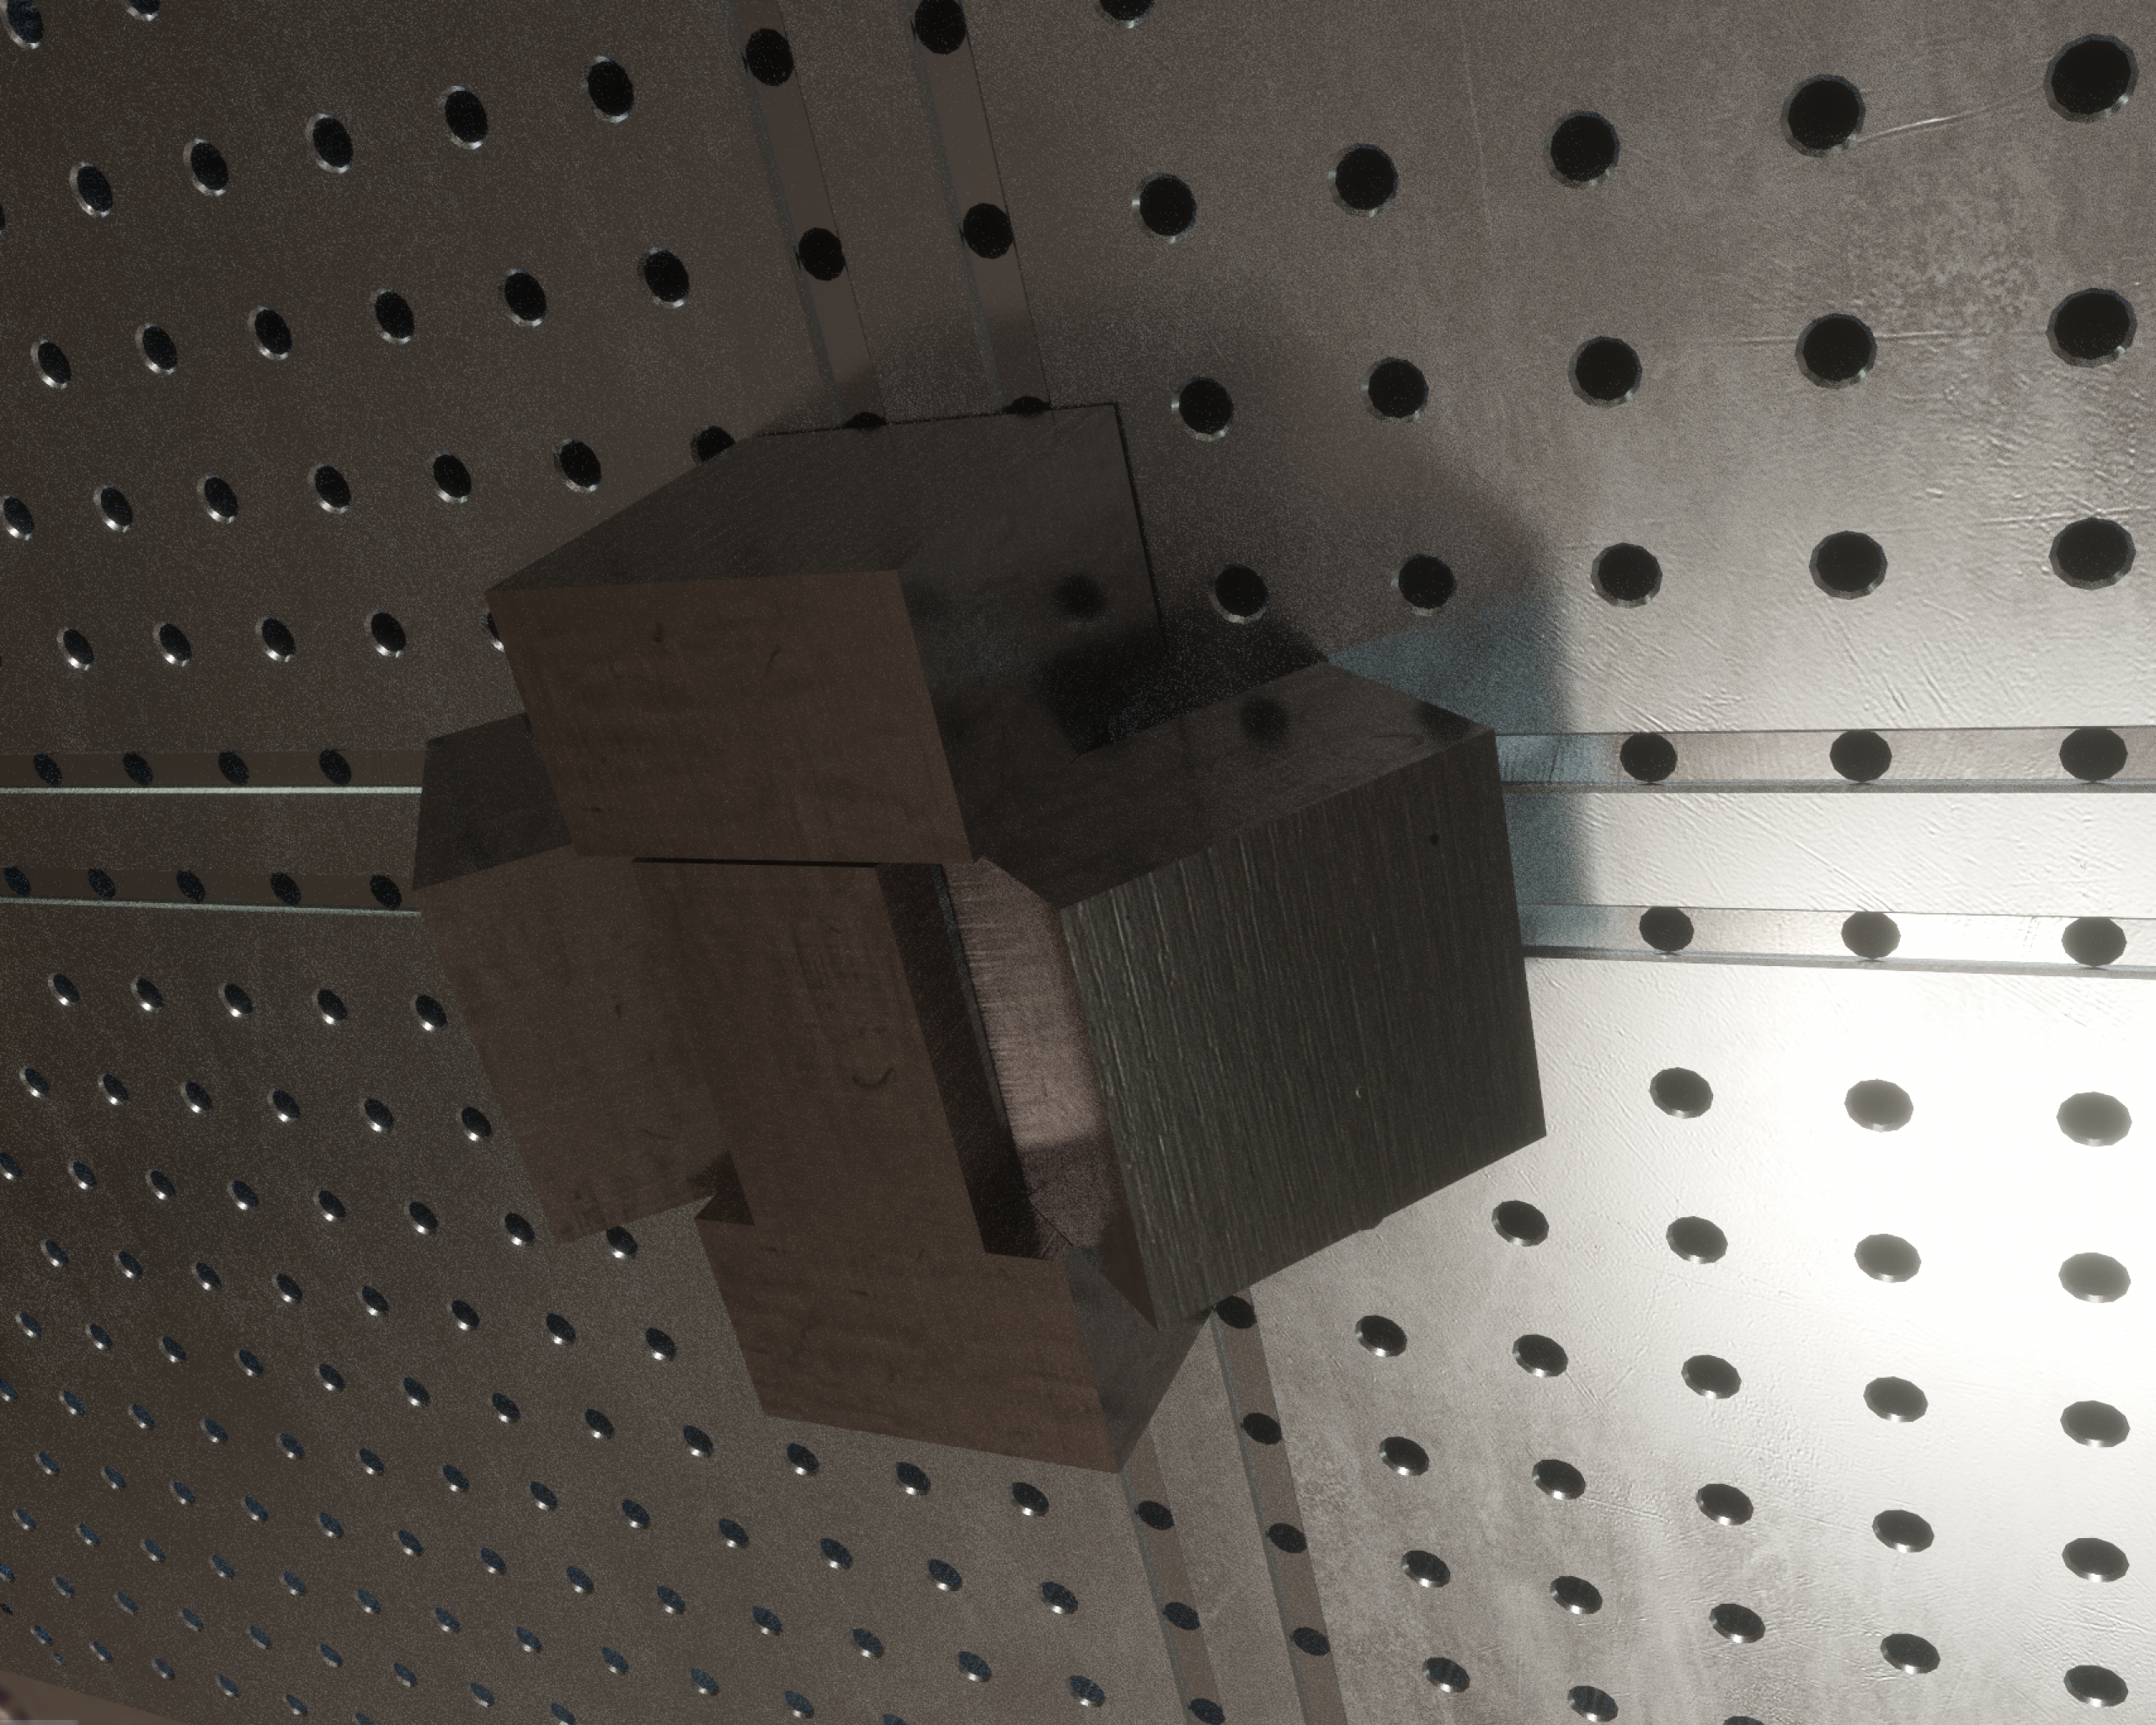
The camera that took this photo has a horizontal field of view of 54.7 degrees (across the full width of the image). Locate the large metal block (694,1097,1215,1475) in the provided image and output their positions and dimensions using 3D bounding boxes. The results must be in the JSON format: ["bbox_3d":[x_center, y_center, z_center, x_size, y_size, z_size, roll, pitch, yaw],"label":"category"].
[{"bbox_3d":[-0.017,0.072,0.426,0.080,0.080,0.050,1,119,27],"label":"large metal block"}]

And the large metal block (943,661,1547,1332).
[{"bbox_3d":[0.029,0.020,0.361,0.050,0.081,0.079,33,141,57],"label":"large metal block"}]

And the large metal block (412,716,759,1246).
[{"bbox_3d":[-0.096,0.017,0.426,0.050,0.080,0.080,-17,116,-8],"label":"large metal block"}]

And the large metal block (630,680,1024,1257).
[{"bbox_3d":[-0.030,0.016,0.399,0.050,0.080,0.079,1,119,27],"label":"large metal block"}]

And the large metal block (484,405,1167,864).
[{"bbox_3d":[-0.041,-0.041,0.369,0.080,0.080,0.050,1,119,27],"label":"large metal block"}]
